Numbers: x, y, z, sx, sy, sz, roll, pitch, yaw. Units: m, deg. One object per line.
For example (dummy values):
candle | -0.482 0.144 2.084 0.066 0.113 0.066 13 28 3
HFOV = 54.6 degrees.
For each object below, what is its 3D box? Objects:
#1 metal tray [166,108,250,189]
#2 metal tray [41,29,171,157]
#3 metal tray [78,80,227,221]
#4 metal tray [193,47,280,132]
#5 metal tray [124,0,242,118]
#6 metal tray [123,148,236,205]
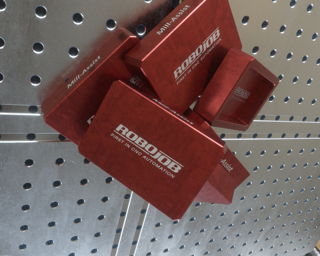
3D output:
metal tray | 0.058 0.019 0.410 0.030 0.090 0.130 -44 129 2
metal tray | -0.056 -0.035 0.355 0.130 0.030 0.090 -43 130 2
metal tray | -0.010 0.021 0.320 0.090 0.130 0.030 -59 169 14
metal tray | 0.104 -0.043 0.406 0.131 0.030 0.090 7 118 -56
metal tray | 0.032 -0.084 0.349 0.130 0.030 0.090 -47 134 -14
metal tray | 0.018 0.061 0.396 0.090 0.130 0.030 45 54 -39
